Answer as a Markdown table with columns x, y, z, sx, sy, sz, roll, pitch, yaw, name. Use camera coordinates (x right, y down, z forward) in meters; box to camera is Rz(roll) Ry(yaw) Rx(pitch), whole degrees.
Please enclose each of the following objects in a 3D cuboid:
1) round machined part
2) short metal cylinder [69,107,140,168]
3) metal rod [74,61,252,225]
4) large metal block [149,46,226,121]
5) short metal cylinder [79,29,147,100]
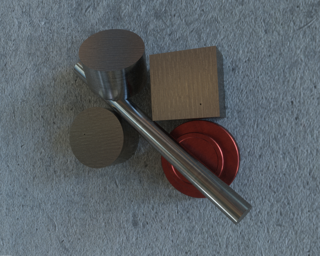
| x | y | z | sx | sy | sz | roll | pitch | yaw | name |
| --- | --- | --- | --- | --- | --- | --- | --- | --- | --- |
| 0.047 | 0.039 | 0.384 | 0.098 | 0.042 | 0.097 | 0 | 90 | 20 | round machined part |
| -0.075 | 0.012 | 0.424 | 0.080 | 0.050 | 0.080 | 0 | 90 | 20 | short metal cylinder |
| -0.015 | 0.000 | 0.380 | 0.300 | 0.025 | 0.025 | 41 | 103 | 28 | metal rod |
| 0.035 | -0.050 | 0.382 | 0.080 | 0.050 | 0.080 | -3 | 89 | 20 | large metal block |
| -0.058 | -0.082 | 0.397 | 0.080 | 0.050 | 0.080 | -1 | 53 | 2 | short metal cylinder |
